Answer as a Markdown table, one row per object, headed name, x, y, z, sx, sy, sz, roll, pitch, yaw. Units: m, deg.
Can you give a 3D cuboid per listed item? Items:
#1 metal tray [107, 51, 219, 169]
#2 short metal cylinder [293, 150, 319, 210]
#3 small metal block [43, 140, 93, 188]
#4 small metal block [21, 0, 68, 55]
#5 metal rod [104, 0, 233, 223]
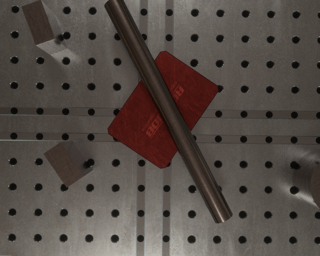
| name | x | y | z | sx | sy | sz | roll | pitch | yaw |
| --- | --- | --- | --- | --- | --- | --- | --- | --- | --- |
| metal tray | 0.004 | -0.023 | 0.411 | 0.090 | 0.030 | 0.130 | 34 | 90 | -1 |
| short metal cylinder | 0.224 | 0.070 | 0.404 | 0.081 | 0.050 | 0.079 | 0 | 90 | -1 |
| small metal block | -0.117 | 0.045 | 0.399 | 0.025 | 0.050 | 0.050 | -34 | 90 | 0 |
| small metal block | -0.147 | -0.128 | 0.399 | 0.025 | 0.050 | 0.050 | -20 | 90 | 0 |
| metal rod | 0.011 | -0.022 | 0.382 | 0.025 | 0.025 | 0.299 | -27 | 90 | 0 |
